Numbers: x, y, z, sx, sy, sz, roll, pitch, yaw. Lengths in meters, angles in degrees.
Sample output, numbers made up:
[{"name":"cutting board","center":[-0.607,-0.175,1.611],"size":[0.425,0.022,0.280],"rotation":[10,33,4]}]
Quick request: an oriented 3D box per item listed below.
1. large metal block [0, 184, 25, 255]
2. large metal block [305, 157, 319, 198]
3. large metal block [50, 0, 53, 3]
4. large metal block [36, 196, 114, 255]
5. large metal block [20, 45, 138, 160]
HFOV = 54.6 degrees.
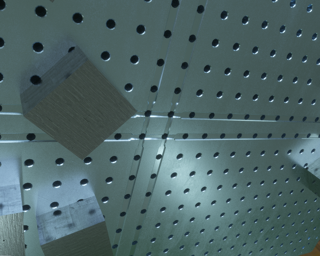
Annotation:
[{"name":"large metal block","center":[-0.202,0.117,0.357],"size":[0.081,0.050,0.079],"rotation":[-4,120,-26]},{"name":"large metal block","center":[0.360,0.099,0.651],"size":[0.080,0.050,0.080],"rotation":[-35,129,-5]},{"name":"large metal block","center":[-0.097,-0.162,0.242],"size":[0.080,0.050,0.080],"rotation":[-49,129,6]},{"name":"large metal block","center":[-0.115,0.151,0.425],"size":[0.081,0.050,0.080],"rotation":[-17,125,-19]},{"name":"large metal block","center":[-0.086,-0.026,0.331],"size":[0.080,0.050,0.080],"rotation":[-42,129,0]}]
